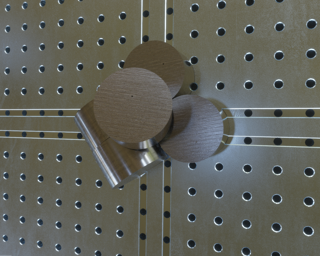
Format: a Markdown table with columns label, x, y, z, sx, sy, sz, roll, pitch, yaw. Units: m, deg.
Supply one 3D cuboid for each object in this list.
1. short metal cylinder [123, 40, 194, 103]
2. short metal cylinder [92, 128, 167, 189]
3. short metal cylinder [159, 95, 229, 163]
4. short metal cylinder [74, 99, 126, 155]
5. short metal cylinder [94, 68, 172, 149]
| label | x | y | z | sx | sy | sz | roll | pitch | yaw |
| --- | --- | --- | --- | --- | --- | --- | --- | --- | --- |
| short metal cylinder | -0.001 | -0.066 | 0.398 | 0.080 | 0.050 | 0.079 | 0 | 90 | 19 |
| short metal cylinder | -0.038 | 0.036 | 0.395 | 0.080 | 0.080 | 0.050 | -35 | 79 | 16 |
| short metal cylinder | 0.042 | 0.001 | 0.383 | 0.080 | 0.050 | 0.079 | 0 | 90 | 19 |
| short metal cylinder | -0.063 | -0.007 | 0.405 | 0.080 | 0.080 | 0.050 | -35 | 79 | 16 |
| short metal cylinder | -0.027 | -0.019 | 0.339 | 0.081 | 0.050 | 0.080 | 0 | 78 | 2 |
